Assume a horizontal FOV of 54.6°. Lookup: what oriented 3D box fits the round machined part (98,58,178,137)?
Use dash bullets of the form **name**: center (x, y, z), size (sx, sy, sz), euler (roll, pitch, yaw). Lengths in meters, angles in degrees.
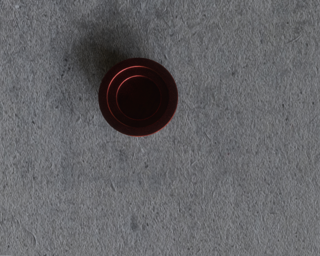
- **round machined part**: center (-0.027, -0.038, 0.401), size (0.099, 0.042, 0.097), euler (0, 90, 0)
